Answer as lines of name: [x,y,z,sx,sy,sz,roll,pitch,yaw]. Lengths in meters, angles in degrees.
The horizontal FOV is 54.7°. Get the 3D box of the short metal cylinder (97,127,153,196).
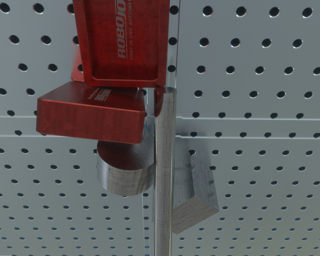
short metal cylinder: [-0.043,0.043,0.411,0.081,0.080,0.050,6,130,-6]

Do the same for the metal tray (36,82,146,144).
metal tray: [-0.063,-0.021,0.323,0.091,0.130,0.030,7,104,-6]

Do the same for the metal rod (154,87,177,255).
metal rod: [0.005,0.094,0.398,0.025,0.025,0.298,0,114,-1]

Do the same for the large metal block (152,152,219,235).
large metal block: [0.035,0.097,0.458,0.050,0.080,0.080,36,121,-27]

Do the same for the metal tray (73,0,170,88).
metal tray: [-0.037,-0.104,0.318,0.091,0.030,0.129,1,130,-1]
